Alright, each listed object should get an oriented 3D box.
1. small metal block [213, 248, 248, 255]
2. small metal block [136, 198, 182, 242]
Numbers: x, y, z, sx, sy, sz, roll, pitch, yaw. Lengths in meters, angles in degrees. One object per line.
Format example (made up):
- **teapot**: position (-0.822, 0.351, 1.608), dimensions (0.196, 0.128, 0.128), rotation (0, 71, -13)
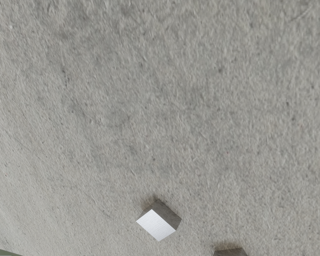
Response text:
- **small metal block**: position (0.115, 0.216, 0.479), dimensions (0.050, 0.025, 0.050), rotation (-25, 105, 36)
- **small metal block**: position (-0.002, 0.149, 0.498), dimensions (0.050, 0.025, 0.050), rotation (42, 129, -2)
